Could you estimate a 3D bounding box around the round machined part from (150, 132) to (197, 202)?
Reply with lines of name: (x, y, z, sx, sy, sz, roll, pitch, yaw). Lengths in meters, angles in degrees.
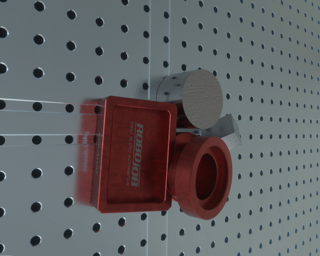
round machined part: (0.037, 0.054, 0.430, 0.099, 0.042, 0.097, 0, 90, -40)

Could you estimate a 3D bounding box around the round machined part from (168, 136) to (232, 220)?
round machined part: (0.046, 0.058, 0.377, 0.099, 0.042, 0.097, -4, 95, -50)

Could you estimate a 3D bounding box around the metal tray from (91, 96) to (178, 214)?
metal tray: (-0.029, 0.032, 0.369, 0.091, 0.030, 0.129, 5, 87, -26)

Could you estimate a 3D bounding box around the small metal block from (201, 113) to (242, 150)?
small metal block: (0.090, 0.011, 0.458, 0.025, 0.050, 0.050, 55, 23, -27)

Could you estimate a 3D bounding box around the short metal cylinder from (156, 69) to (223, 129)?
short metal cylinder: (0.042, -0.038, 0.430, 0.081, 0.050, 0.079, 0, 90, -40)
